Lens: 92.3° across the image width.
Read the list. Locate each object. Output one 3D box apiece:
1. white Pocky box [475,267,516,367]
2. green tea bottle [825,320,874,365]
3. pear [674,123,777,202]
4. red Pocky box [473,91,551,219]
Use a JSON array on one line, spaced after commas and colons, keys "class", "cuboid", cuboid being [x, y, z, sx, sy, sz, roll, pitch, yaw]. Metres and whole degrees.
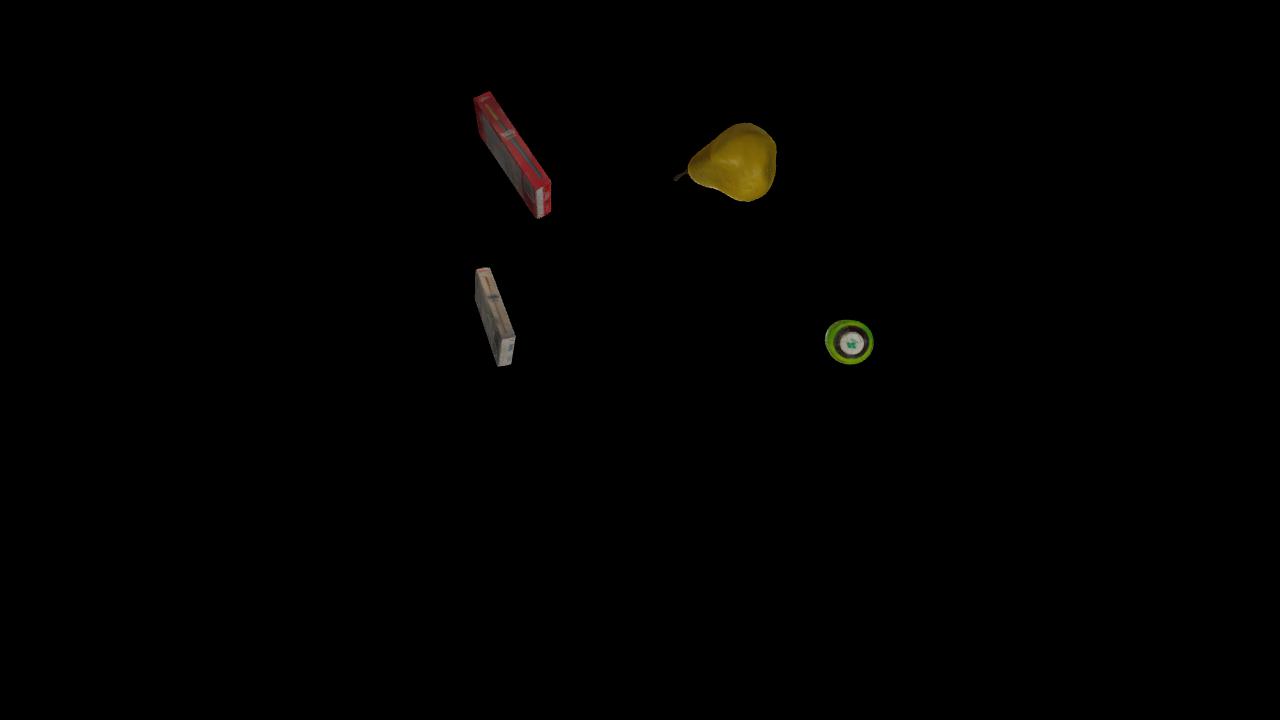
[{"class": "white Pocky box", "cuboid": [-0.250, -0.073, 1.049, 0.028, 0.154, 0.084, -12, -30, -24]}, {"class": "green tea bottle", "cuboid": [0.328, -0.029, 0.964, 0.073, 0.073, 0.212, 0, 3, 14]}, {"class": "pear", "cuboid": [0.090, -0.214, 0.665, 0.111, 0.080, 0.080, 10, 4, 21]}, {"class": "red Pocky box", "cuboid": [-0.169, -0.273, 0.825, 0.028, 0.155, 0.083, -32, -7, -14]}]
